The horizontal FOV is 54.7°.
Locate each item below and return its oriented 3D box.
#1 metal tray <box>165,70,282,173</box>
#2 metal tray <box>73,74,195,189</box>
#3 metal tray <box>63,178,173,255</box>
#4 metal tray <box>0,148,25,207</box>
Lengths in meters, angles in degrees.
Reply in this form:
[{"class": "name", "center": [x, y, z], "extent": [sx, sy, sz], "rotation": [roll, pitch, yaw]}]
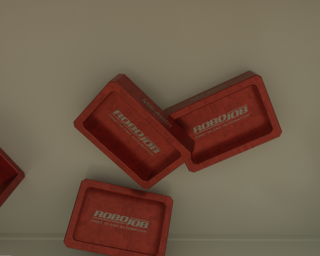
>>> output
[{"class": "metal tray", "center": [0.080, -0.007, 0.407], "extent": [0.130, 0.030, 0.090], "rotation": [-24, 109, 8]}, {"class": "metal tray", "center": [-0.032, 0.008, 0.390], "extent": [0.130, 0.030, 0.090], "rotation": [44, 121, -9]}, {"class": "metal tray", "center": [-0.054, 0.129, 0.426], "extent": [0.131, 0.090, 0.030], "rotation": [13, 154, -5]}, {"class": "metal tray", "center": [-0.241, 0.041, 0.388], "extent": [0.030, 0.090, 0.130], "rotation": [-33, 107, 11]}]
